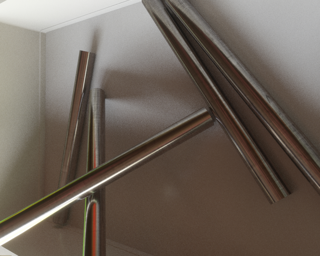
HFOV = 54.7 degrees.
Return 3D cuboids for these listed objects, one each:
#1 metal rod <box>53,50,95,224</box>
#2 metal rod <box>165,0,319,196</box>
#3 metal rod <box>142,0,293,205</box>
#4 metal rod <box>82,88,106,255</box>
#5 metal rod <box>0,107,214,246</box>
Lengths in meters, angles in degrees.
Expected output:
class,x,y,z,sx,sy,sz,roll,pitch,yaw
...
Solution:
class,x,y,z,sx,sy,sz,roll,pitch,yaw
metal rod,-0.147,0.021,0.525,0.025,0.025,0.298,19,102,38
metal rod,0.090,-0.048,0.331,0.025,0.025,0.299,-46,63,30
metal rod,0.054,-0.052,0.360,0.025,0.025,0.299,-42,65,31
metal rod,-0.082,0.062,0.396,0.025,0.025,0.300,-39,43,33
metal rod,-0.074,0.060,0.360,0.301,0.025,0.025,-29,68,-1
